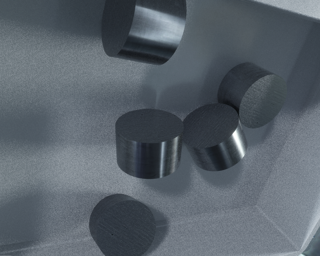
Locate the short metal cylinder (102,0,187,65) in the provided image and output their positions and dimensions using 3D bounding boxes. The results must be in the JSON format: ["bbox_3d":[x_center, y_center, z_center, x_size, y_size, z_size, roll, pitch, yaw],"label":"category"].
[{"bbox_3d":[-0.018,-0.105,0.299,0.050,0.080,0.079,4,116,-31],"label":"short metal cylinder"}]

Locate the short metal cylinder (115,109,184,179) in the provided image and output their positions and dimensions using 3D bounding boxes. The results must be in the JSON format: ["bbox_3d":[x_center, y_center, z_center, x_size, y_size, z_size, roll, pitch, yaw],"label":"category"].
[{"bbox_3d":[-0.013,0.017,0.378,0.081,0.080,0.050,-12,124,-23],"label":"short metal cylinder"}]

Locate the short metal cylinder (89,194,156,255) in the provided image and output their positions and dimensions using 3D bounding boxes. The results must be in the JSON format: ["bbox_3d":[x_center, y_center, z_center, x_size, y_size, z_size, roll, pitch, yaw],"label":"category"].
[{"bbox_3d":[-0.052,0.135,0.427,0.081,0.050,0.080,1,88,-24],"label":"short metal cylinder"}]

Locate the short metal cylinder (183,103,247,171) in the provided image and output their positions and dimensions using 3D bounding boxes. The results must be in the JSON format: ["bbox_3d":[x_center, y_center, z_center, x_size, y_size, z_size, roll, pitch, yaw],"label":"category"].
[{"bbox_3d":[0.073,0.012,0.423,0.080,0.080,0.050,-35,129,-6],"label":"short metal cylinder"}]

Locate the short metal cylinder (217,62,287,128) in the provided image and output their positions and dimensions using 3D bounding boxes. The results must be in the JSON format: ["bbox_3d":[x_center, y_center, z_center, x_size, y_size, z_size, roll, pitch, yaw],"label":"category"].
[{"bbox_3d":[0.129,-0.046,0.437,0.081,0.050,0.079,-14,125,-21],"label":"short metal cylinder"}]
